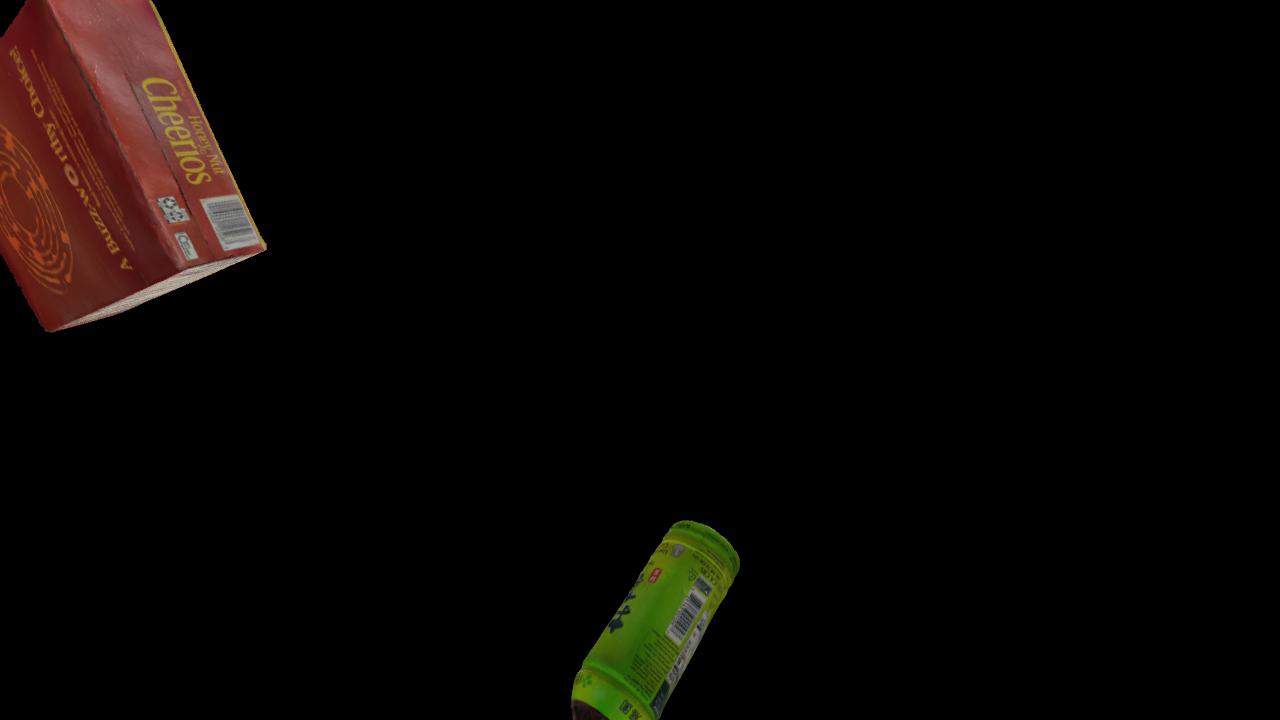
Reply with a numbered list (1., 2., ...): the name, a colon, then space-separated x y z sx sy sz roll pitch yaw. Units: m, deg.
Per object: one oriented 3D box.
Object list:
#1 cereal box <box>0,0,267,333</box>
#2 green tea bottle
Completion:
1. cereal box: -0.478 -0.150 0.535 0.306 0.203 0.081 -9 17 32
2. green tea bottle: 0.005 0.224 0.478 0.073 0.073 0.212 0 34 39
